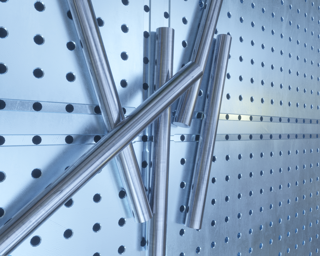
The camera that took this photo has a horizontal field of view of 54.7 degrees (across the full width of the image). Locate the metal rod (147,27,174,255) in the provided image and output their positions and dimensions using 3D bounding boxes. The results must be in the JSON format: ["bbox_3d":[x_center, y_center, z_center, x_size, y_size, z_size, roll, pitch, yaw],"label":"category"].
[{"bbox_3d":[0.001,0.017,0.412,0.025,0.025,0.298,4,88,-40],"label":"metal rod"}]

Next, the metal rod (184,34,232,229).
[{"bbox_3d":[0.075,0.000,0.474,0.025,0.025,0.299,18,79,-39],"label":"metal rod"}]

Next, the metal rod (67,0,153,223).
[{"bbox_3d":[-0.058,-0.027,0.361,0.025,0.025,0.298,-24,106,-38],"label":"metal rod"}]

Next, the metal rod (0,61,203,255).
[{"bbox_3d":[-0.057,0.023,0.334,0.301,0.025,0.025,-43,117,-22],"label":"metal rod"}]

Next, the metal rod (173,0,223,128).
[{"bbox_3d":[0.070,-0.144,0.469,0.025,0.025,0.299,26,74,-37],"label":"metal rod"}]
